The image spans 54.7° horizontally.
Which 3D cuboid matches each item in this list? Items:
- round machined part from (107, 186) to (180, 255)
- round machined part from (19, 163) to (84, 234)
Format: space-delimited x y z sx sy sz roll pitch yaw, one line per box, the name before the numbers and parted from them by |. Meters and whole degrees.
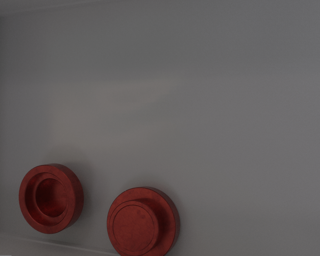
round machined part | -0.027 0.127 0.405 0.098 0.042 0.097 -3 82 19
round machined part | -0.153 0.100 0.456 0.098 0.042 0.097 0 90 20
